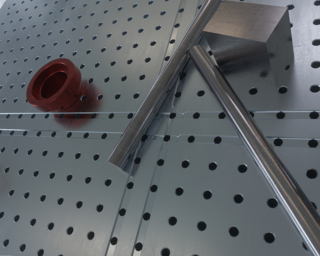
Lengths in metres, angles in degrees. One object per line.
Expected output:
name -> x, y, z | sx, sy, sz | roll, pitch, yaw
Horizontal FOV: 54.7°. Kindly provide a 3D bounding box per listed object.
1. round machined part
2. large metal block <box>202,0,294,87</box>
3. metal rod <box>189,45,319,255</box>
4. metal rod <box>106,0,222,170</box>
round machined part -> -0.175, -0.069, 0.531 | 0.098, 0.042, 0.098 | -13, 56, 21
large metal block -> 0.110, -0.103, 0.379 | 0.080, 0.080, 0.050 | 25, 76, 36
metal rod -> 0.099, 0.000, 0.356 | 0.025, 0.025, 0.300 | -30, 52, 9
metal rod -> 0.013, -0.076, 0.447 | 0.025, 0.025, 0.300 | 19, 72, 35
